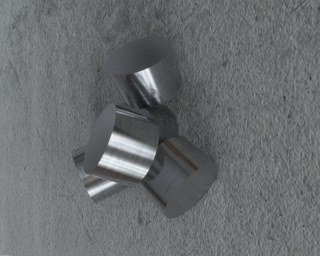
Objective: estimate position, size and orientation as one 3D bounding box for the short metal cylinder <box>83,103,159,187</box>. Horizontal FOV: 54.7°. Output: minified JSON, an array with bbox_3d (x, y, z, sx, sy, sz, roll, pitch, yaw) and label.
[{"bbox_3d":[-0.044,0.019,0.339,0.080,0.050,0.080,-45,33,41],"label":"short metal cylinder"}]

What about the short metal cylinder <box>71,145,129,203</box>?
[{"bbox_3d":[-0.082,0.058,0.431,0.080,0.050,0.080,61,169,22],"label":"short metal cylinder"}]

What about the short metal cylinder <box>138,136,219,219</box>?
[{"bbox_3d":[0.020,0.056,0.354,0.050,0.081,0.080,42,115,32],"label":"short metal cylinder"}]

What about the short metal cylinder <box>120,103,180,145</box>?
[{"bbox_3d":[-0.022,0.006,0.408,0.080,0.050,0.080,0,89,39],"label":"short metal cylinder"}]

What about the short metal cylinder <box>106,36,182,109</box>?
[{"bbox_3d":[-0.018,-0.069,0.378,0.080,0.080,0.050,18,145,38],"label":"short metal cylinder"}]
